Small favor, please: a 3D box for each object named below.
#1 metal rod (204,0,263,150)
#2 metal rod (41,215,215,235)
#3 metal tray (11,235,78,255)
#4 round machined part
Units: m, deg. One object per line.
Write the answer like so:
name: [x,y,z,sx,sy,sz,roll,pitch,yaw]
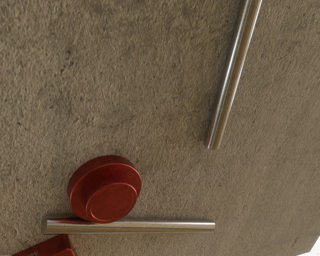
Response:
metal rod: [0.102,-0.104,0.399,0.025,0.025,0.298,-5,121,-27]
metal rod: [-0.029,0.153,0.487,0.302,0.025,0.025,13,112,-34]
metal tray: [-0.181,0.212,0.437,0.131,0.030,0.089,-20,127,-17]
round machined part: [-0.070,0.088,0.414,0.099,0.042,0.097,-14,125,-21]
